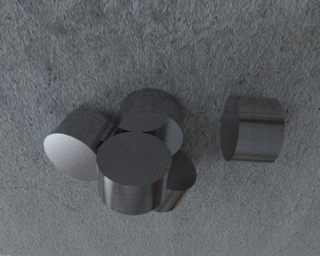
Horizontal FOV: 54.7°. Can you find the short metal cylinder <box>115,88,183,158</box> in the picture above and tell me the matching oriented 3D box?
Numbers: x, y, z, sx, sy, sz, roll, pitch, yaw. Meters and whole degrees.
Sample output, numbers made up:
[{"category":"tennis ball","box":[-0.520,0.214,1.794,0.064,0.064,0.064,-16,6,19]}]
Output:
[{"category":"short metal cylinder","box":[-0.013,-0.003,0.388,0.081,0.050,0.079,0,130,0]}]

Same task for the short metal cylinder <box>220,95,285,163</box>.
[{"category":"short metal cylinder","box":[0.108,0.002,0.373,0.050,0.080,0.079,4,130,-3]}]

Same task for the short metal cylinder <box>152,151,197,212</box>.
[{"category":"short metal cylinder","box":[0.003,0.068,0.429,0.081,0.080,0.050,17,128,-14]}]

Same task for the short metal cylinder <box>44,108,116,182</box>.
[{"category":"short metal cylinder","box":[-0.096,0.022,0.392,0.080,0.050,0.079,14,133,15]}]

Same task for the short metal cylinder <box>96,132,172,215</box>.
[{"category":"short metal cylinder","box":[-0.029,0.049,0.347,0.081,0.080,0.050,4,130,-3]}]
